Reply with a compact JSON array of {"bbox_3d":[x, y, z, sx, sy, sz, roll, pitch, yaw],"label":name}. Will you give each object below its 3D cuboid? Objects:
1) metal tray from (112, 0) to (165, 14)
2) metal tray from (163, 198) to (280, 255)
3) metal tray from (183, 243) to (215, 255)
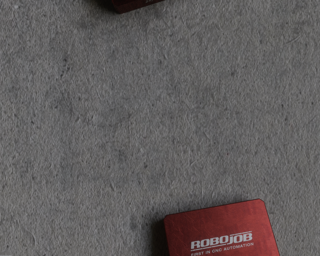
[{"bbox_3d":[-0.010,-0.216,0.407,0.131,0.030,0.090,-18,90,0],"label":"metal tray"},{"bbox_3d":[0.076,0.146,0.390,0.131,0.030,0.090,-9,68,-3],"label":"metal tray"},{"bbox_3d":[0.044,0.232,0.407,0.090,0.030,0.130,37,90,0],"label":"metal tray"}]
